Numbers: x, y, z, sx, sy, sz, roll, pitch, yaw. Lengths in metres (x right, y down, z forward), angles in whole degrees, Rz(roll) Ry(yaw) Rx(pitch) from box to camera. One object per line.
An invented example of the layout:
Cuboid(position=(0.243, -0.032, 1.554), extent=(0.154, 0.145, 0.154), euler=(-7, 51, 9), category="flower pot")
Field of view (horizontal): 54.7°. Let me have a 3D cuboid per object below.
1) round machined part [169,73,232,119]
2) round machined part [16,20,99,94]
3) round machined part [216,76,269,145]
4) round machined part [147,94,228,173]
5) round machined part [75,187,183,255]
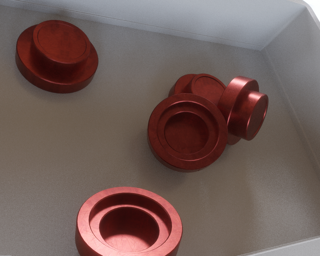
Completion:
Cuboid(position=(0.065, -0.041, 0.457), extent=(0.099, 0.042, 0.098), euler=(14, 56, -21), category="round machined part")
Cuboid(position=(-0.125, -0.095, 0.386), extent=(0.099, 0.042, 0.098), euler=(14, 56, -21), category="round machined part")
Cuboid(position=(0.118, -0.020, 0.434), extent=(0.042, 0.097, 0.099), euler=(23, 43, 31), category="round machined part")
Cuboid(position=(0.032, 0.009, 0.394), extent=(0.099, 0.042, 0.098), euler=(2, 71, -5), category="round machined part")
Cuboid(position=(-0.031, 0.104, 0.297), extent=(0.099, 0.042, 0.098), euler=(9, 26, -4), category="round machined part")
